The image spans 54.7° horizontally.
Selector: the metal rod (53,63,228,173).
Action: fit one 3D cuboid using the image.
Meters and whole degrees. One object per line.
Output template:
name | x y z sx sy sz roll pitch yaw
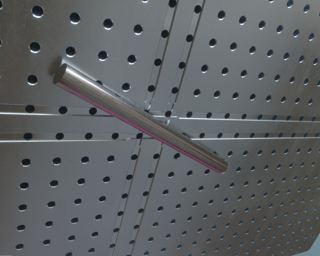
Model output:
metal rod | -0.002 0.003 0.414 0.301 0.025 0.025 30 101 -38
